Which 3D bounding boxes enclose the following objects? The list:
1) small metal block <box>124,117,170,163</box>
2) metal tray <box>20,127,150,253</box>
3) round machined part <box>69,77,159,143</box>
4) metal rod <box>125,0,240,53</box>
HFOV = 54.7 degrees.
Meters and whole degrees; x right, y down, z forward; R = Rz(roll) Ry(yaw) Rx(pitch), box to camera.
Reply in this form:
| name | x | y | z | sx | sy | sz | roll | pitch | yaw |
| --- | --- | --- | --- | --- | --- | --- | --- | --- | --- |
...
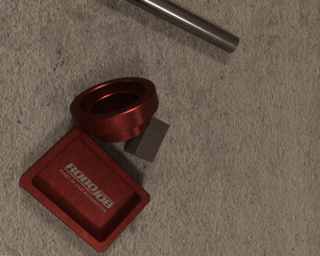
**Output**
| name | x | y | z | sx | sy | sz | roll | pitch | yaw |
| --- | --- | --- | --- | --- | --- | --- | --- | --- | --- |
| small metal block | -0.018 | 0.013 | 0.390 | 0.025 | 0.050 | 0.050 | 28 | 81 | -19 |
| metal tray | -0.087 | 0.073 | 0.374 | 0.090 | 0.030 | 0.130 | -47 | 105 | -14 |
| round machined part | -0.049 | -0.019 | 0.358 | 0.099 | 0.098 | 0.042 | -25 | 124 | -19 |
| metal rod | -0.026 | -0.170 | 0.399 | 0.302 | 0.025 | 0.025 | 21 | 83 | -19 |
